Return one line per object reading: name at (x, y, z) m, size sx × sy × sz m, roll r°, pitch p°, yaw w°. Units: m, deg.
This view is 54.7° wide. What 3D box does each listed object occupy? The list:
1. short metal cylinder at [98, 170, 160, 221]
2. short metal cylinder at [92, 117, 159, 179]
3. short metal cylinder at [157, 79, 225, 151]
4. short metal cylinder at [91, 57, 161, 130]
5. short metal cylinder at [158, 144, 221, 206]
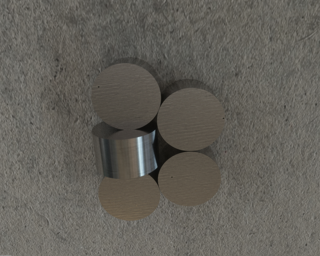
short metal cylinder at (-0.040, 0.079, 0.426) m, size 0.080 × 0.050 × 0.079 m, roll 0°, pitch 110°, yaw 1°
short metal cylinder at (-0.042, 0.022, 0.389) m, size 0.080 × 0.080 × 0.050 m, roll -3°, pitch 110°, yaw 1°
short metal cylinder at (0.037, -0.018, 0.391) m, size 0.081 × 0.050 × 0.079 m, roll 0°, pitch 111°, yaw 0°
short metal cylinder at (-0.039, -0.044, 0.381) m, size 0.080 × 0.050 × 0.079 m, roll 0°, pitch 110°, yaw 1°
short metal cylinder at (0.038, 0.057, 0.418) m, size 0.080 × 0.050 × 0.079 m, roll 0°, pitch 111°, yaw 1°
